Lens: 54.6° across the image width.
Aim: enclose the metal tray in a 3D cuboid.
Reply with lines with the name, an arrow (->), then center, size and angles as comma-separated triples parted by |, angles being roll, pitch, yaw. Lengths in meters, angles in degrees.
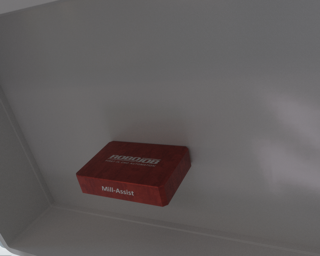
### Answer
metal tray -> -0.034, 0.056, 0.419 | 0.130, 0.090, 0.030 | 3, 120, 27
